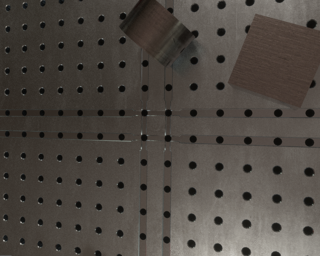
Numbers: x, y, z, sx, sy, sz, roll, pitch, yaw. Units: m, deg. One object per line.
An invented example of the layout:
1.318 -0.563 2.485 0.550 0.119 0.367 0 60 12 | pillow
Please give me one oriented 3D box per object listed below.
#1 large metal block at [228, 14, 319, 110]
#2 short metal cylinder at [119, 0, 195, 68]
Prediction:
0.133 -0.073 0.352 0.080 0.050 0.080 23 98 18 | large metal block
-0.003 -0.119 0.384 0.080 0.080 0.050 45 104 14 | short metal cylinder
